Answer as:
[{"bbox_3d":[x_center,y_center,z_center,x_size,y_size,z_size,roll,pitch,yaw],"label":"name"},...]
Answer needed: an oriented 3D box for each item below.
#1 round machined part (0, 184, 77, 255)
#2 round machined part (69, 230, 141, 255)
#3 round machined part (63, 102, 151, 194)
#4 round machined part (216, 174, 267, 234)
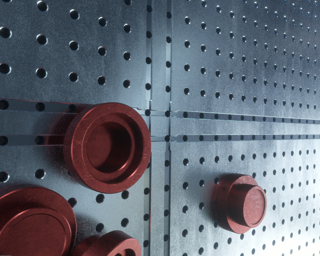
[{"bbox_3d":[-0.125,0.105,0.293,0.099,0.042,0.097,0,90,-40],"label":"round machined part"},{"bbox_3d":[-0.066,0.153,0.326,0.099,0.042,0.097,-37,137,-44],"label":"round machined part"},{"bbox_3d":[-0.061,0.021,0.346,0.099,0.042,0.097,0,90,-40],"label":"round machined part"},{"bbox_3d":[0.141,0.127,0.515,0.099,0.042,0.097,0,90,-40],"label":"round machined part"}]
